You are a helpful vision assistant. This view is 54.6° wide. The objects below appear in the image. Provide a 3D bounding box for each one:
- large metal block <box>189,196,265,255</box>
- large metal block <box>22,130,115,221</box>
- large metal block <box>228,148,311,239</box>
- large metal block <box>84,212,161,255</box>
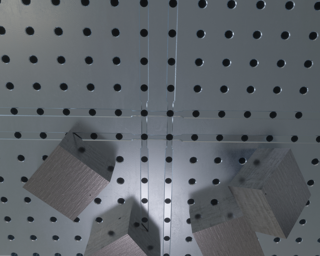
[{"bbox_3d":[0.097,0.156,0.458,0.080,0.050,0.080,-22,109,8],"label":"large metal block"},{"bbox_3d":[-0.121,0.065,0.423,0.080,0.050,0.080,40,105,-13],"label":"large metal block"},{"bbox_3d":[0.146,0.083,0.409,0.080,0.050,0.080,-42,111,-32],"label":"large metal block"},{"bbox_3d":[-0.055,0.189,0.469,0.080,0.050,0.080,-33,107,11],"label":"large metal block"}]
